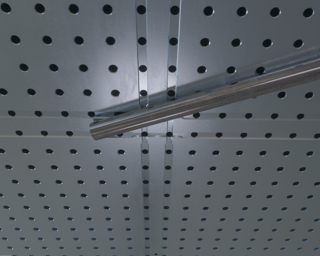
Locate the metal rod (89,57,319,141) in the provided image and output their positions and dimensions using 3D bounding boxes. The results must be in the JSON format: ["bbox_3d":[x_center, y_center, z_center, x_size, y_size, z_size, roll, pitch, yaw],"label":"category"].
[{"bbox_3d":[0.054,-0.034,0.383,0.301,0.025,0.025,-15,129,12],"label":"metal rod"}]
